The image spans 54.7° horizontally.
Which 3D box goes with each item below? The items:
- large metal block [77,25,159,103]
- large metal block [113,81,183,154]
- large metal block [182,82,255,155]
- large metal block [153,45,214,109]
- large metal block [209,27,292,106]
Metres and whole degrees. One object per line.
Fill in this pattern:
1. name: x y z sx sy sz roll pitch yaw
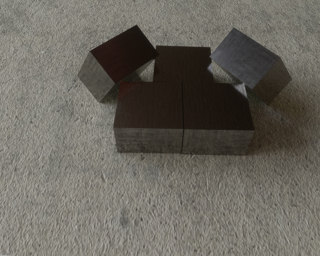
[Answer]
1. large metal block: -0.060 -0.087 0.433 0.080 0.080 0.050 -40 95 -28
2. large metal block: -0.013 -0.014 0.400 0.081 0.050 0.080 1 50 0
3. large metal block: 0.069 -0.013 0.397 0.081 0.050 0.080 1 50 0
4. large metal block: 0.032 -0.075 0.452 0.081 0.050 0.080 2 50 1
5. large metal block: 0.128 -0.084 0.433 0.050 0.080 0.080 -50 58 12
